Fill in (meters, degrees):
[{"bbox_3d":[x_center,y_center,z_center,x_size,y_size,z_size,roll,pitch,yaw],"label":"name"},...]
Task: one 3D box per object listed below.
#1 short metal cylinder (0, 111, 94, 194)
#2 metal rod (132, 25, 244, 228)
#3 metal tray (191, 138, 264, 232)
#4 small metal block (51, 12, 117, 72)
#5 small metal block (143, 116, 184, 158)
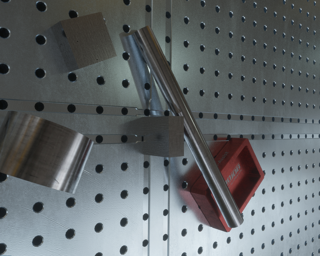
[{"bbox_3d":[-0.108,0.024,0.283,0.080,0.080,0.050,29,72,-37],"label":"short metal cylinder"},{"bbox_3d":[0.043,0.007,0.419,0.025,0.025,0.299,-35,104,-34],"label":"metal rod"},{"bbox_3d":[0.114,0.088,0.501,0.131,0.030,0.090,-45,117,-31],"label":"metal tray"},{"bbox_3d":[-0.082,-0.094,0.340,0.050,0.025,0.050,-30,109,-36],"label":"small metal block"},{"bbox_3d":[0.004,0.010,0.396,0.025,0.050,0.050,-1,91,-40],"label":"small metal block"}]
